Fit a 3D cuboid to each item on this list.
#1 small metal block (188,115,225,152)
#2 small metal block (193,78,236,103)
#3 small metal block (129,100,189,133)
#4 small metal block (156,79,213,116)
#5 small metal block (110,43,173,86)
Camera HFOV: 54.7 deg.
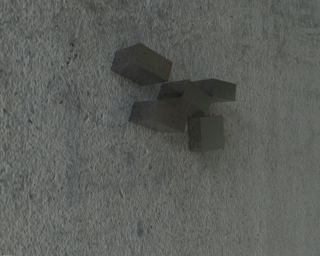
[{"bbox_3d":[0.069,0.008,0.462,0.050,0.025,0.050,-7,94,-40],"label":"small metal block"},{"bbox_3d":[0.074,-0.053,0.450,0.050,0.050,0.025,5,87,-40],"label":"small metal block"},{"bbox_3d":[-0.002,-0.013,0.386,0.050,0.050,0.025,22,76,-38],"label":"small metal block"},{"bbox_3d":[0.033,-0.039,0.416,0.050,0.050,0.025,32,70,-36],"label":"small metal block"},{"bbox_3d":[-0.022,-0.074,0.369,0.050,0.050,0.025,22,76,-38],"label":"small metal block"}]
